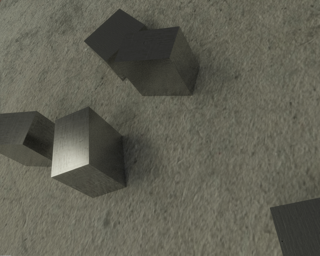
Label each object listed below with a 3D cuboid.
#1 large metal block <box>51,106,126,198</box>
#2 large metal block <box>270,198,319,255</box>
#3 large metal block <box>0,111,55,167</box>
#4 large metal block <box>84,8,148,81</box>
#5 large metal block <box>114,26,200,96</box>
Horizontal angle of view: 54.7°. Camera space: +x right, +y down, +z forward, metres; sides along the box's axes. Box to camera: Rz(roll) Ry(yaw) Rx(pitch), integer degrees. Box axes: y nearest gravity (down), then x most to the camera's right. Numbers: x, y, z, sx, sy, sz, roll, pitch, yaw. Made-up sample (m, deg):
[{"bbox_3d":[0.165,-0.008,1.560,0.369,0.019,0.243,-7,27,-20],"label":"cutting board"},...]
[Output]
[{"bbox_3d":[-0.088,0.033,0.393,0.050,0.080,0.080,-21,54,16],"label":"large metal block"},{"bbox_3d":[0.144,0.102,0.250,0.080,0.050,0.080,-17,55,18],"label":"large metal block"},{"bbox_3d":[-0.190,0.019,0.454,0.080,0.080,0.050,-2,61,27],"label":"large metal block"},{"bbox_3d":[-0.063,-0.136,0.503,0.080,0.050,0.080,-43,51,-2],"label":"large metal block"},{"bbox_3d":[-0.001,-0.086,0.421,0.080,0.080,0.050,3,63,29],"label":"large metal block"}]
